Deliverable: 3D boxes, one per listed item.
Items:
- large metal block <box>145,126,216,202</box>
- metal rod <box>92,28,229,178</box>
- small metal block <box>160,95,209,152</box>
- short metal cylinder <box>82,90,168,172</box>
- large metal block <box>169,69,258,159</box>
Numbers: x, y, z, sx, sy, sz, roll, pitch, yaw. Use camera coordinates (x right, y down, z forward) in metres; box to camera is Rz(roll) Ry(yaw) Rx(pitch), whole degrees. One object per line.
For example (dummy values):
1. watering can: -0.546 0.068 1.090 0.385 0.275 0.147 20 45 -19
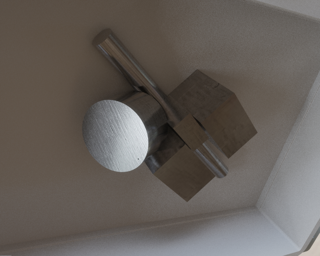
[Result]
1. large metal block: 0.015 0.038 0.406 0.050 0.080 0.080 -43 130 1
2. metal rod: 0.021 -0.011 0.414 0.025 0.025 0.300 -43 130 1
3. small metal block: 0.026 -0.006 0.373 0.025 0.050 0.050 -42 130 0
4. short metal cylinder: -0.038 0.002 0.345 0.050 0.080 0.079 -36 145 -60
5. large metal block: 0.068 -0.019 0.400 0.050 0.080 0.080 -42 130 1
